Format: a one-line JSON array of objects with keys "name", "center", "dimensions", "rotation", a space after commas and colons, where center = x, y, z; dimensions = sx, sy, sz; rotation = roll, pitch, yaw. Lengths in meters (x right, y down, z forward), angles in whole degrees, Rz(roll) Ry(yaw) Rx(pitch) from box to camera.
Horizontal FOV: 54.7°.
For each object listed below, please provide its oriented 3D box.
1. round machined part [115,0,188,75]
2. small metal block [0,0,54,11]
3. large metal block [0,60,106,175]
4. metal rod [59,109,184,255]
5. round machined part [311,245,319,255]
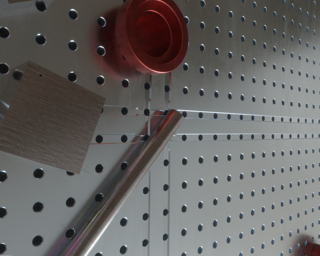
[{"name": "round machined part", "center": [-0.014, -0.115, 0.386], "dimensions": [0.099, 0.042, 0.097], "rotation": [0, 90, -40]}, {"name": "small metal block", "center": [-0.134, -0.145, 0.297], "dimensions": [0.050, 0.025, 0.050], "rotation": [-29, 108, -36]}, {"name": "large metal block", "center": [-0.111, -0.007, 0.300], "dimensions": [0.080, 0.050, 0.080], "rotation": [27, 73, -37]}, {"name": "metal rod", "center": [-0.058, 0.090, 0.360], "dimensions": [0.025, 0.025, 0.301], "rotation": [52, 60, -28]}, {"name": "round machined part", "center": [0.389, 0.313, 0.725], "dimensions": [0.099, 0.042, 0.097], "rotation": [0, 90, -40]}]
